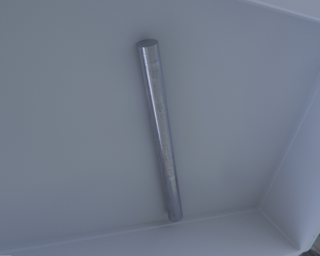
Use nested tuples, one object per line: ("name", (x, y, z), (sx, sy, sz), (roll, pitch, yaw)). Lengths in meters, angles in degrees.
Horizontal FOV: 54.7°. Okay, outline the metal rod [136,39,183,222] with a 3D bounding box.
("metal rod", (0.006, 0.026, 0.429), (0.025, 0.025, 0.298), (-21, 127, -16))
